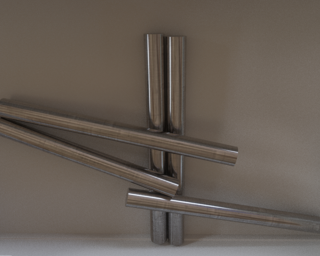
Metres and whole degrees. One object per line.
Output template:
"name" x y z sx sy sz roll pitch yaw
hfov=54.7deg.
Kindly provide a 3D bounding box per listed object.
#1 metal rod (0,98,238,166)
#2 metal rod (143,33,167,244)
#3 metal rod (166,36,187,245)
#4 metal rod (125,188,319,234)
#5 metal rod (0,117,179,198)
"metal rod" -0.054 0.005 0.390 0.302 0.025 0.025 12 110 3
"metal rod" -0.004 0.028 0.418 0.025 0.025 0.298 -1 110 0
"metal rod" 0.022 0.030 0.420 0.025 0.025 0.298 -1 110 0
"metal rod" 0.102 0.119 0.437 0.302 0.025 0.025 11 110 -11
"metal rod" -0.120 0.029 0.405 0.302 0.025 0.025 20 109 -2
